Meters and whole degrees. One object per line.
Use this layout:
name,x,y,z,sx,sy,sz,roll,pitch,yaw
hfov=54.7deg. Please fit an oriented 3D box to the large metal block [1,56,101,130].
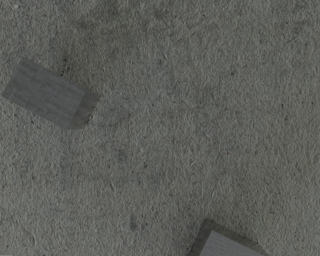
large metal block,-0.128,-0.039,0.381,0.080,0.080,0.050,27,90,0

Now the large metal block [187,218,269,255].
large metal block,0.081,0.176,0.398,0.080,0.050,0.080,26,90,0
